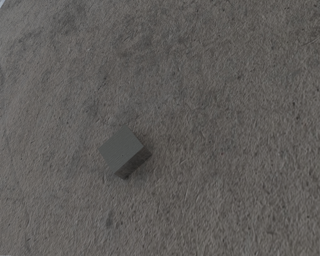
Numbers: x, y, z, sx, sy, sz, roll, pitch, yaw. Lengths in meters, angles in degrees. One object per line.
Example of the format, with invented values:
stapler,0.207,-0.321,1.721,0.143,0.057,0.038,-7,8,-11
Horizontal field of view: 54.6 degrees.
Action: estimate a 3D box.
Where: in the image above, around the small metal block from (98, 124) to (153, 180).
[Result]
small metal block,-0.047,0.032,0.410,0.050,0.025,0.050,-42,51,-1
